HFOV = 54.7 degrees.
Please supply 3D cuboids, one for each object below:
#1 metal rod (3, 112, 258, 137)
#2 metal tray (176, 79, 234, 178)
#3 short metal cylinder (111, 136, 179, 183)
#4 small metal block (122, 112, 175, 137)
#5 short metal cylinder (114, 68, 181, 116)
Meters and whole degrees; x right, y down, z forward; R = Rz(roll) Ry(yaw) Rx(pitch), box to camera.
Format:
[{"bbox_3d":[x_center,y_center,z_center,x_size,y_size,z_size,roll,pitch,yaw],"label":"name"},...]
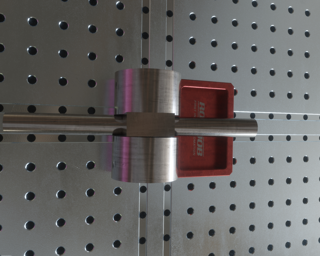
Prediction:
[{"bbox_3d":[-0.025,-0.003,0.378,0.302,0.025,0.025,1,90,-11],"label":"metal rod"},{"bbox_3d":[0.055,0.001,0.430,0.091,0.030,0.129,1,90,-20],"label":"metal tray"},{"bbox_3d":[-0.018,0.035,0.376,0.081,0.080,0.050,1,90,-20],"label":"short metal cylinder"},{"bbox_3d":[-0.014,-0.004,0.343,0.050,0.050,0.025,1,90,-12],"label":"small metal block"},{"bbox_3d":[-0.015,-0.040,0.376,0.081,0.080,0.050,1,90,-20],"label":"short metal cylinder"}]
